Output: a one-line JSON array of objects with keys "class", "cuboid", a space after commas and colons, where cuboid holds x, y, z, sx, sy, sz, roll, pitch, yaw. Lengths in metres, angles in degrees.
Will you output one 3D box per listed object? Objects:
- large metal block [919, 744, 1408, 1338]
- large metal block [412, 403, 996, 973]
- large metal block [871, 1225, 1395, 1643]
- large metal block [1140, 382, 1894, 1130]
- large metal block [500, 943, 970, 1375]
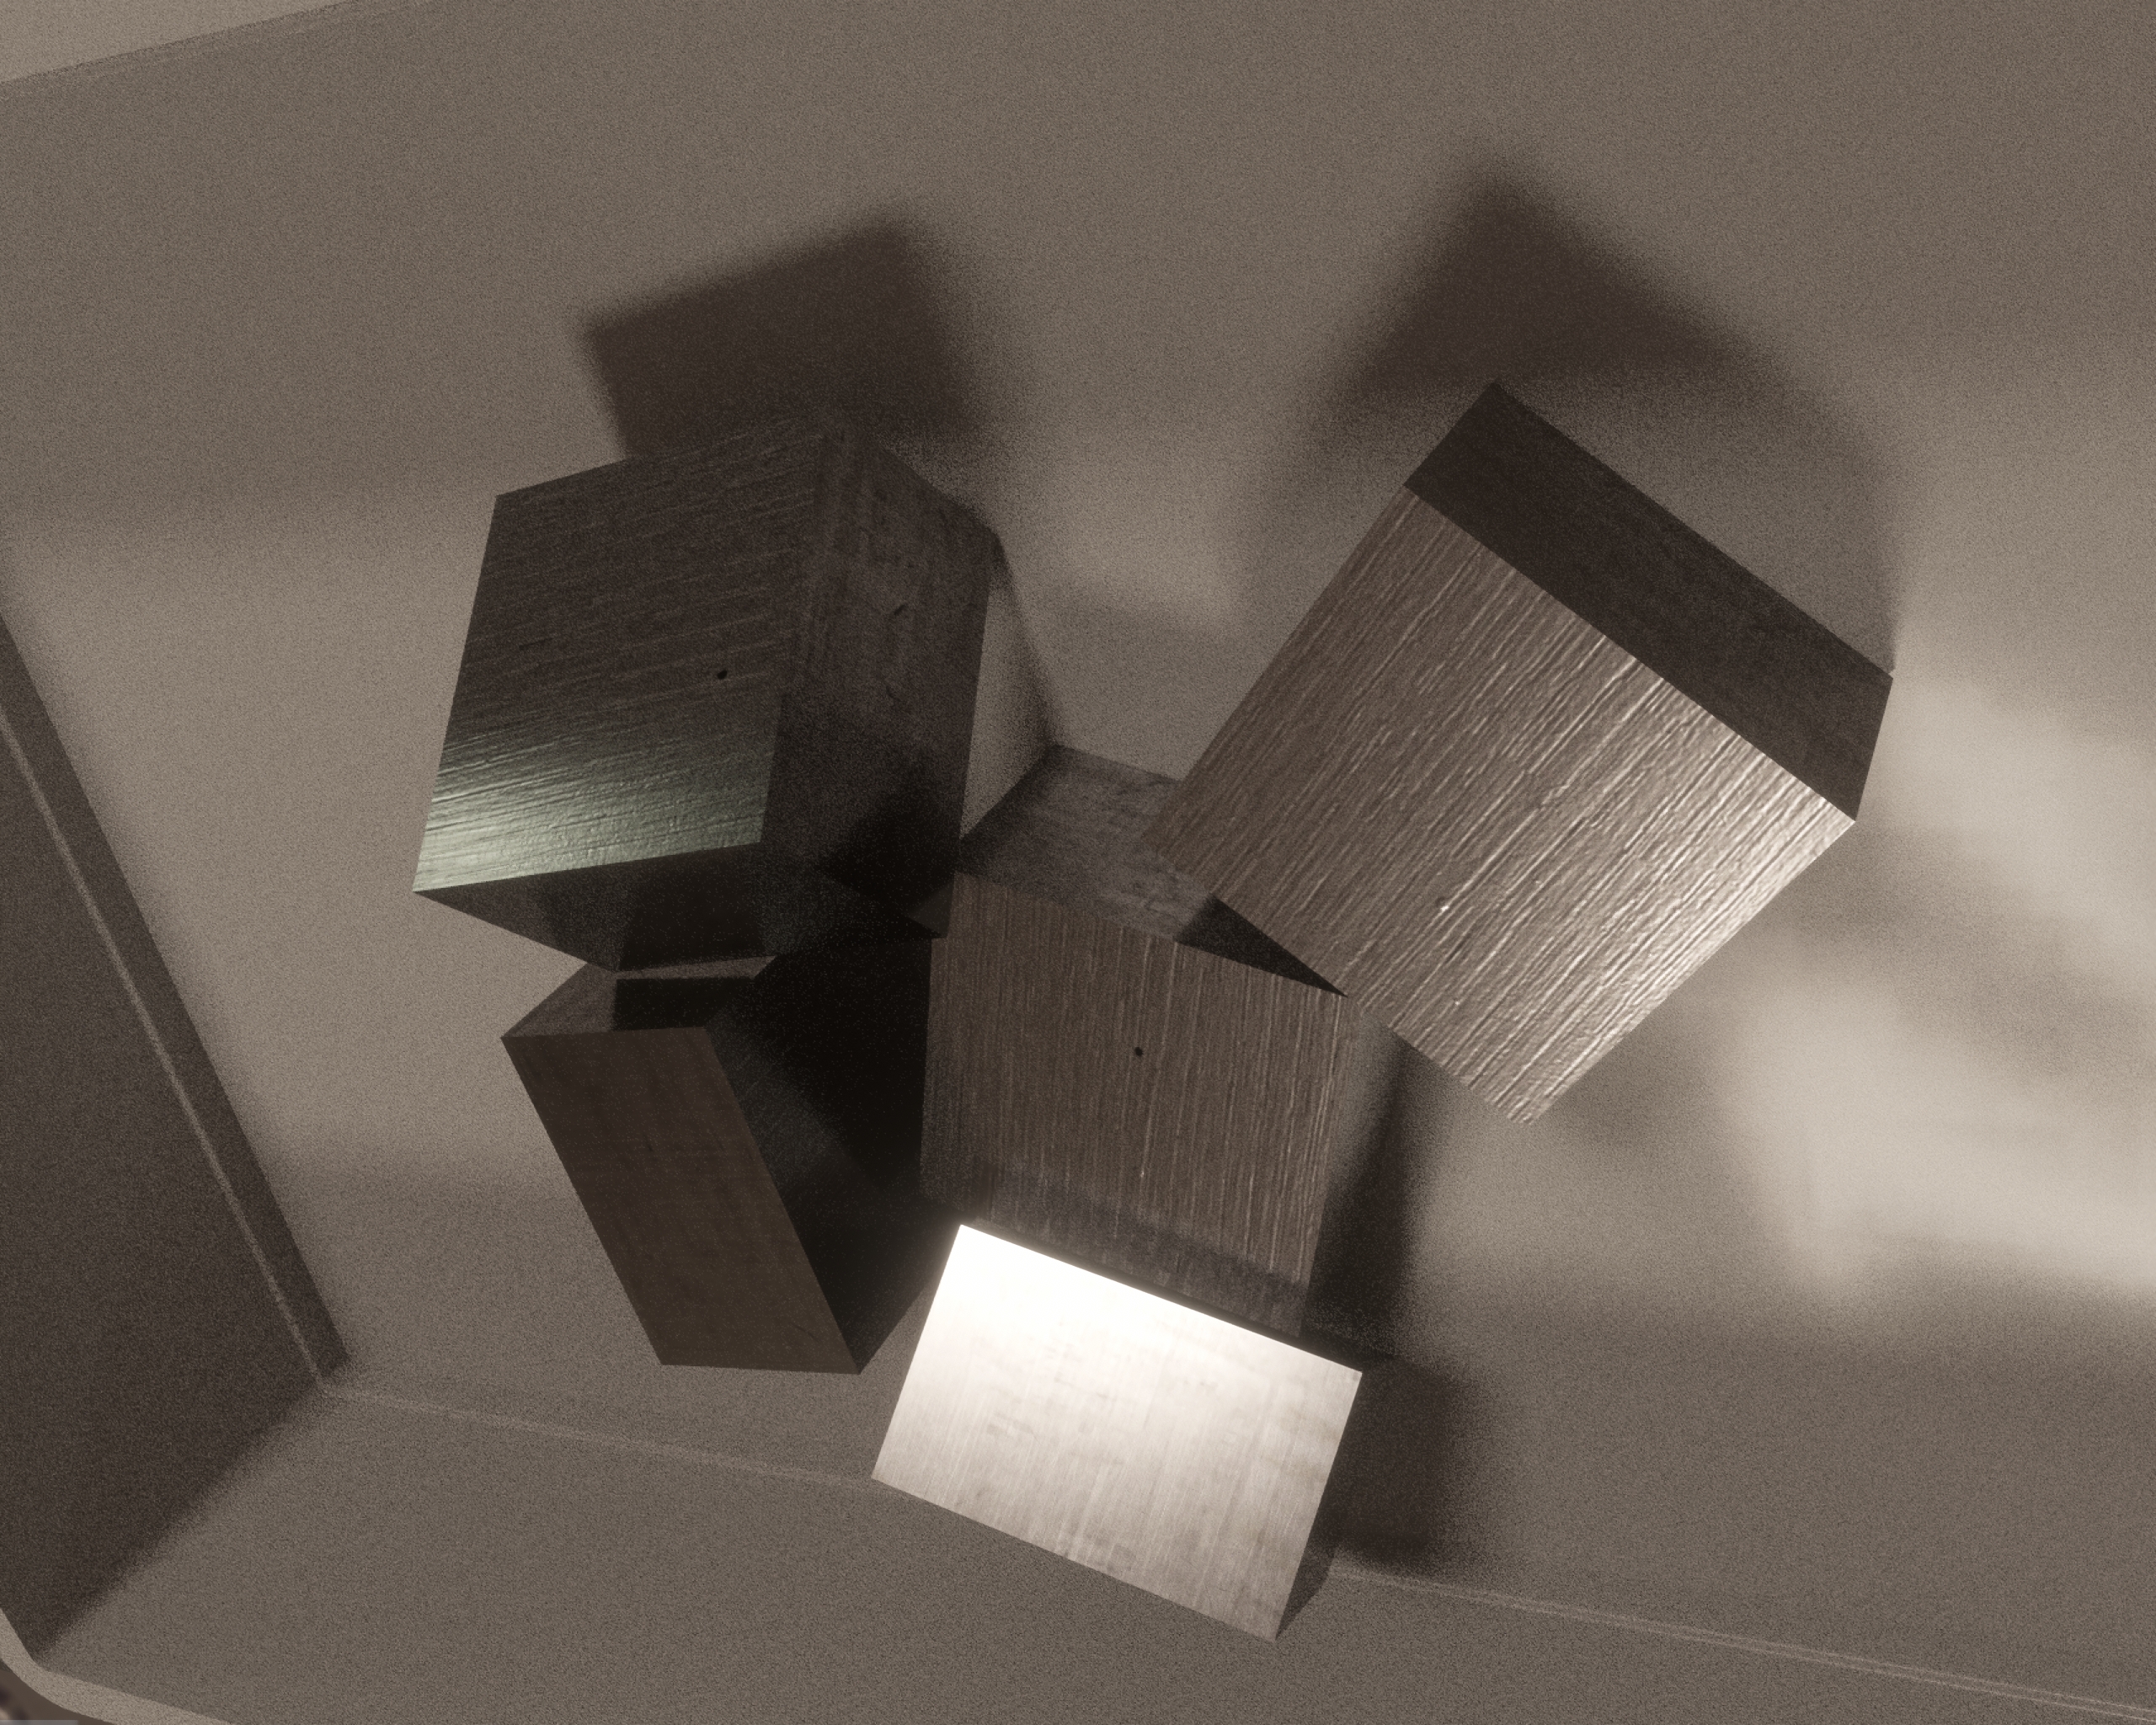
[{"class": "large metal block", "cuboid": [0.018, 0.033, 0.401, 0.080, 0.050, 0.079, 18, 125, 17]}, {"class": "large metal block", "cuboid": [-0.066, -0.028, 0.380, 0.080, 0.080, 0.050, -7, 157, 32]}, {"class": "large metal block", "cuboid": [0.015, 0.112, 0.423, 0.080, 0.080, 0.050, 17, 83, 16]}, {"class": "large metal block", "cuboid": [0.071, -0.017, 0.342, 0.080, 0.050, 0.080, 37, 129, 2]}, {"class": "large metal block", "cuboid": [-0.059, 0.047, 0.430, 0.050, 0.080, 0.080, -6, 116, 30]}]
